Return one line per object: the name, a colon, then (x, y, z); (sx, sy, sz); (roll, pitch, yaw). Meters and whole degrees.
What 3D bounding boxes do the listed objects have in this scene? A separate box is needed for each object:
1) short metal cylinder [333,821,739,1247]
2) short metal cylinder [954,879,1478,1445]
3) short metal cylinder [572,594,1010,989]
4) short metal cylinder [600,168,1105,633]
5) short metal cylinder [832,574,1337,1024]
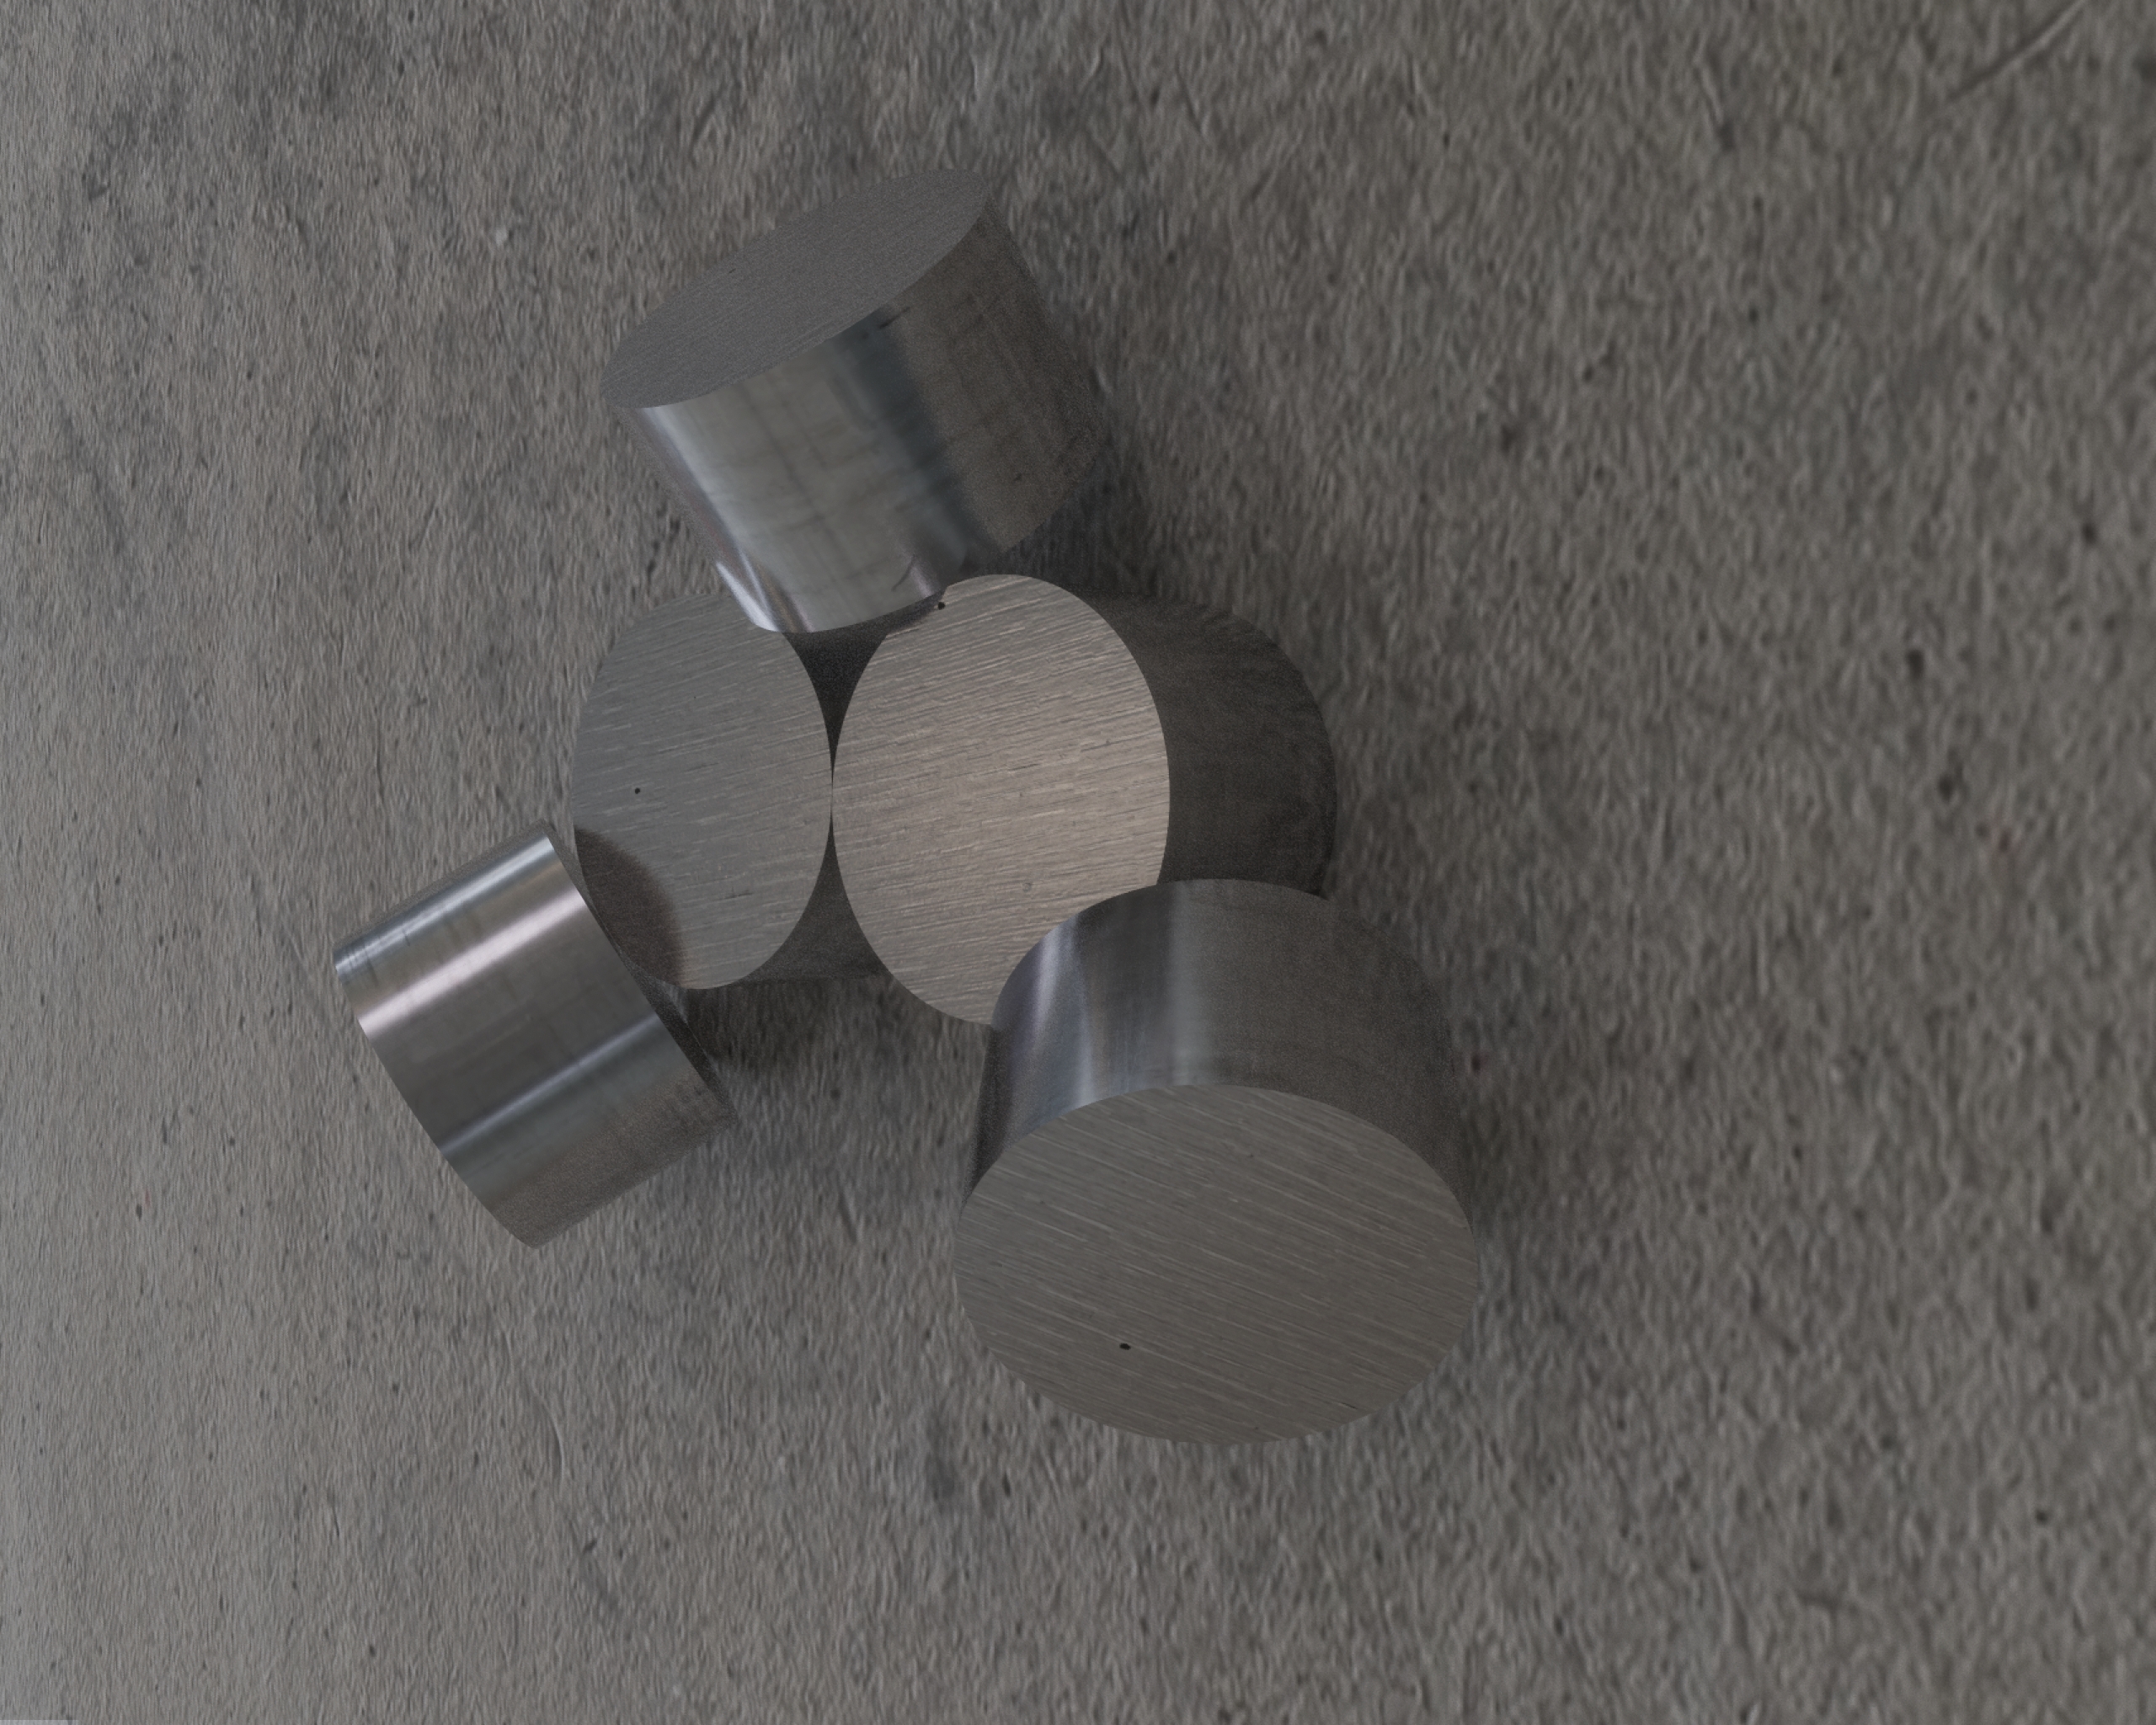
short metal cylinder: (-0.118, 0.037, 0.458); (0.050, 0.080, 0.080); (-33, 63, -8)
short metal cylinder: (0.023, 0.049, 0.342); (0.080, 0.080, 0.050); (-46, 21, 30)
short metal cylinder: (-0.061, -0.014, 0.439); (0.080, 0.050, 0.080); (0, 90, 40)
short metal cylinder: (-0.042, -0.088, 0.396); (0.080, 0.080, 0.050); (3, 135, 40)
short metal cylinder: (0.001, -0.011, 0.388); (0.080, 0.050, 0.080); (0, 90, 40)
